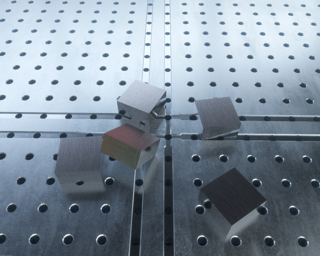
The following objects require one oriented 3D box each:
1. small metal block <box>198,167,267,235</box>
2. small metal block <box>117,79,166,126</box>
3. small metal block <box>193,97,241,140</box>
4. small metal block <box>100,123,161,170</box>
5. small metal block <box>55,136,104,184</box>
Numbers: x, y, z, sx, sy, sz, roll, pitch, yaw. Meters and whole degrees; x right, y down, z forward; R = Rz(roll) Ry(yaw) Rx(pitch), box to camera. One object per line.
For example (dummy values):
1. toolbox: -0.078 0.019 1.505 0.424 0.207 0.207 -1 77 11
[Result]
1. small metal block: 0.079 0.079 0.342 0.050 0.025 0.050 -27 55 -21
2. small metal block: -0.025 -0.037 0.439 0.050 0.025 0.050 22 53 17
3. small metal block: 0.076 -0.014 0.420 0.050 0.025 0.050 -7 50 -6
4. small metal block: -0.035 0.021 0.376 0.050 0.025 0.050 24 23 18
5. small metal block: -0.095 0.038 0.374 0.050 0.025 0.050 -3 50 -3
